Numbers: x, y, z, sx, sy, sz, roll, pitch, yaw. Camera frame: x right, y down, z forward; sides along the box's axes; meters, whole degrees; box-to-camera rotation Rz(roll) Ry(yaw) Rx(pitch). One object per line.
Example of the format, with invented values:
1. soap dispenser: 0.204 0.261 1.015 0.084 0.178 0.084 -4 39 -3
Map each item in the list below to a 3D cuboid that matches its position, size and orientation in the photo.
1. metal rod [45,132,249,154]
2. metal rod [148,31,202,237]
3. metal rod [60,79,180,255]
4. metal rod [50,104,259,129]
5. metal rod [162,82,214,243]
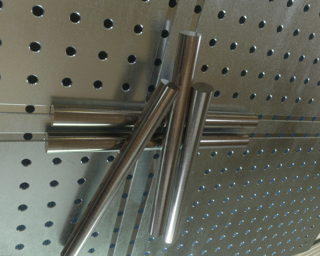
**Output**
1. metal rod: 0.003 0.018 0.426 0.303 0.025 0.025 1 118 -29
2. metal rod: 0.014 0.027 0.405 0.025 0.025 0.298 -6 122 -26
3. metal rod: -0.061 0.070 0.398 0.025 0.025 0.298 15 117 -35
4. metal rod: 0.014 -0.012 0.413 0.303 0.025 0.025 1 118 -29
5. metal rod: 0.033 0.071 0.451 0.025 0.025 0.298 -10 130 -23
